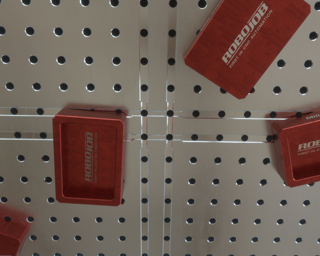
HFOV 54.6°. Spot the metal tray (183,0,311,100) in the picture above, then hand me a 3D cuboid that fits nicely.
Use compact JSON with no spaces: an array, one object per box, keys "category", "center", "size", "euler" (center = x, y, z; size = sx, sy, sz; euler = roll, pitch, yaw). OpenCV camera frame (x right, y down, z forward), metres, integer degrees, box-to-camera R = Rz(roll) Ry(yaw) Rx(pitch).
[{"category":"metal tray","center":[0.099,-0.111,0.370],"size":[0.090,0.030,0.129],"euler":[31,107,-11]}]

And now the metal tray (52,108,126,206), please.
[{"category":"metal tray","center":[-0.095,0.042,0.425],"size":[0.090,0.030,0.129],"euler":[4,110,-2]}]

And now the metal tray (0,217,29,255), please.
[{"category":"metal tray","center":[-0.270,0.197,0.481],"size":[0.090,0.030,0.129],"euler":[23,108,-9]}]

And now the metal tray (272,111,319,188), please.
[{"category":"metal tray","center":[0.227,0.022,0.420],"size":[0.130,0.030,0.090],"euler":[-14,110,5]}]
